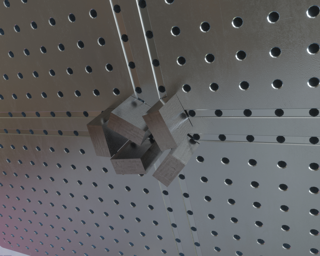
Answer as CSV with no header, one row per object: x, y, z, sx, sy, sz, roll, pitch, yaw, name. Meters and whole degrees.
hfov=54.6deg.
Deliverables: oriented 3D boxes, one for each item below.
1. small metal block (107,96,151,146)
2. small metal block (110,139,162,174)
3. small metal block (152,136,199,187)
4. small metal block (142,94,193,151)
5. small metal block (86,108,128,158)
-0.032,-0.011,0.406,0.050,0.050,0.025,29,129,9,small metal block
-0.033,0.040,0.437,0.050,0.050,0.025,-5,116,30,small metal block
0.021,0.042,0.410,0.025,0.050,0.050,37,129,5,small metal block
0.011,-0.008,0.384,0.025,0.050,0.050,-17,109,35,small metal block
-0.072,0.006,0.437,0.025,0.050,0.050,4,121,27,small metal block
